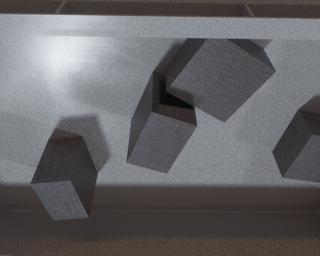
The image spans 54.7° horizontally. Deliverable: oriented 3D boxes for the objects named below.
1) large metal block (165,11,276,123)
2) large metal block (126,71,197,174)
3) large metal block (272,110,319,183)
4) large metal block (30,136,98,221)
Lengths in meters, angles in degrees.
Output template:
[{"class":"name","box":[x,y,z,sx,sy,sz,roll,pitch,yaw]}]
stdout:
[{"class":"large metal block","box":[0.062,-0.064,0.339,0.080,0.050,0.080,26,125,-21]},{"class":"large metal block","box":[0.000,-0.007,0.367,0.050,0.080,0.079,17,128,-14]},{"class":"large metal block","box":[0.213,0.028,0.418,0.081,0.050,0.079,9,130,-8]},{"class":"large metal block","box":[-0.128,0.070,0.431,0.050,0.080,0.080,-6,130,5]}]
